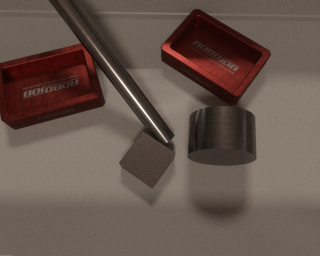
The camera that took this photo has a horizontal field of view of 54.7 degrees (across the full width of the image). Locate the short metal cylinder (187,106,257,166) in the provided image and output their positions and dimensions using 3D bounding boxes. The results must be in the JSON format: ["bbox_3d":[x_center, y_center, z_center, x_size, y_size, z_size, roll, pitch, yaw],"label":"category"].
[{"bbox_3d":[0.075,0.012,0.377,0.081,0.080,0.050,4,70,1],"label":"short metal cylinder"}]

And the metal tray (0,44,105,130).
[{"bbox_3d":[-0.151,-0.059,0.426,0.131,0.030,0.090,-16,71,-6],"label":"metal tray"}]

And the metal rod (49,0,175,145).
[{"bbox_3d":[-0.080,-0.102,0.383,0.025,0.025,0.299,-39,99,-13],"label":"metal rod"}]

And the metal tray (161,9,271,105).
[{"bbox_3d":[0.078,-0.104,0.445,0.130,0.030,0.090,35,73,11],"label":"metal tray"}]

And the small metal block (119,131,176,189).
[{"bbox_3d":[-0.016,0.041,0.394,0.050,0.025,0.050,33,73,11],"label":"small metal block"}]
